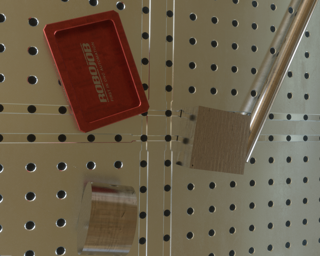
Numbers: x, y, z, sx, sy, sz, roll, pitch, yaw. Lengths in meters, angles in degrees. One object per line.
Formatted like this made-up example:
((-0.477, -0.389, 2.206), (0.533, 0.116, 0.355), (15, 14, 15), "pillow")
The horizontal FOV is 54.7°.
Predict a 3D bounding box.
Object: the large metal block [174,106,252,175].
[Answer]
((0.072, 0.017, 0.426), (0.081, 0.050, 0.080), (10, 87, -20), "large metal block")

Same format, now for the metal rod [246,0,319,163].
((0.183, -0.086, 0.479), (0.025, 0.025, 0.299), (29, 80, -18), "metal rod")

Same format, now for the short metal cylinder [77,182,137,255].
((-0.063, 0.105, 0.360), (0.050, 0.080, 0.080), (11, 87, -20), "short metal cylinder")

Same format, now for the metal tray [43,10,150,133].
((-0.077, -0.068, 0.381), (0.091, 0.030, 0.129), (-21, 97, -19), "metal tray")
